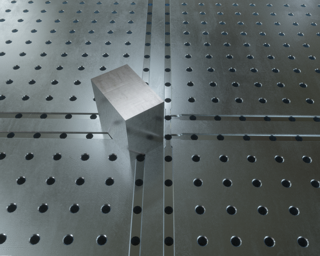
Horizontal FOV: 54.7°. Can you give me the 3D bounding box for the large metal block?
[{"bbox_3d":[-0.039,-0.019,0.387,0.050,0.080,0.080,-28,56,-22],"label":"large metal block"}]
